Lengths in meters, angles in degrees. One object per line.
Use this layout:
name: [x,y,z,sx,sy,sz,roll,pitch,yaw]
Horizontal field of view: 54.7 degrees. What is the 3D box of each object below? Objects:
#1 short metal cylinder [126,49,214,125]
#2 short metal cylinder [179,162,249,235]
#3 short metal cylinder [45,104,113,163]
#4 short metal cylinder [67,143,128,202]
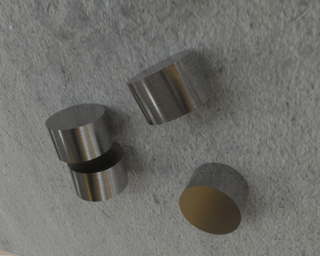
short metal cylinder: [0.011,-0.045,0.337,0.080,0.080,0.050,-17,109,34]
short metal cylinder: [0.072,0.093,0.409,0.080,0.050,0.079,13,124,20]
short metal cylinder: [-0.110,0.005,0.431,0.080,0.080,0.050,4,120,26]
short metal cylinder: [-0.090,0.062,0.455,0.080,0.080,0.050,8,122,23]
